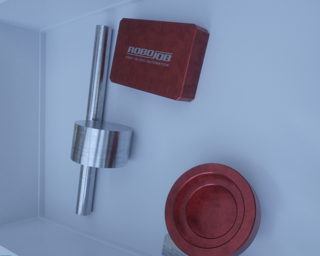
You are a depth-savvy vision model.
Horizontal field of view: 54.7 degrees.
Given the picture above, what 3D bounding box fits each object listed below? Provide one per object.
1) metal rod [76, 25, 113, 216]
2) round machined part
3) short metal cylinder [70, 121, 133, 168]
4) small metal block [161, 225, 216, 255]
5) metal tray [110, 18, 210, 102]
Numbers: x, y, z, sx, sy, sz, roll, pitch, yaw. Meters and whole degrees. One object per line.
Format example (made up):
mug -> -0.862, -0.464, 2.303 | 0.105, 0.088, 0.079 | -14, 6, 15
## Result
metal rod -> -0.105, -0.008, 0.490 | 0.025, 0.025, 0.298 | 13, 98, 39
round machined part -> 0.058, 0.090, 0.331 | 0.098, 0.042, 0.098 | -14, 59, 25
short metal cylinder -> -0.082, 0.021, 0.436 | 0.080, 0.081, 0.050 | 15, 100, 38
small metal block -> 0.039, 0.138, 0.356 | 0.050, 0.050, 0.025 | 18, 104, 38
metal tray -> -0.006, -0.092, 0.407 | 0.130, 0.030, 0.089 | 20, 103, 37
